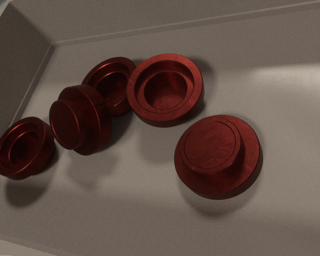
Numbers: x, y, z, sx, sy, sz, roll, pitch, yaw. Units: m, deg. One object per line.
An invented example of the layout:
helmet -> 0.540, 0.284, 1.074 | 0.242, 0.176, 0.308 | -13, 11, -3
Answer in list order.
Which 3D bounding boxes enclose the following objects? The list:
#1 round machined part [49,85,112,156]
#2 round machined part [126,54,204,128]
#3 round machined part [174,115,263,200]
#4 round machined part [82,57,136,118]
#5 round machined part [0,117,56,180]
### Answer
round machined part -> -0.114, -0.008, 0.422 | 0.098, 0.042, 0.097 | 15, 114, 37
round machined part -> 0.009, -0.045, 0.407 | 0.098, 0.042, 0.098 | -4, 67, 11
round machined part -> 0.061, 0.027, 0.346 | 0.098, 0.042, 0.098 | -13, 56, 20
round machined part -> -0.068, -0.055, 0.463 | 0.098, 0.042, 0.098 | -13, 56, 20
round machined part -> -0.202, 0.034, 0.477 | 0.098, 0.042, 0.098 | -13, 56, 20
